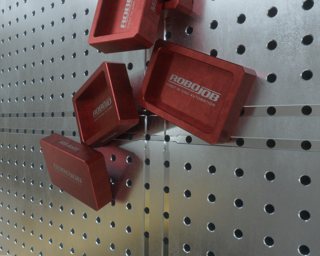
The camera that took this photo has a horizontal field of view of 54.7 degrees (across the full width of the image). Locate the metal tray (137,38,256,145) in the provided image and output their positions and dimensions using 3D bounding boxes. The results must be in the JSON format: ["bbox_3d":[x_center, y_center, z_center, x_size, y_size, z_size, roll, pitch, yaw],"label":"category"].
[{"bbox_3d":[0.037,-0.047,0.373,0.130,0.030,0.089,30,108,35],"label":"metal tray"}]

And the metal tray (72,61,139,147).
[{"bbox_3d":[-0.085,-0.029,0.453,0.130,0.030,0.090,-29,72,50],"label":"metal tray"}]

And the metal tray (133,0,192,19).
[{"bbox_3d":[-0.016,-0.194,0.417,0.130,0.030,0.089,8,95,39],"label":"metal tray"}]

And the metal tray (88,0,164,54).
[{"bbox_3d":[-0.039,-0.164,0.396,0.090,0.030,0.129,5,79,39],"label":"metal tray"}]

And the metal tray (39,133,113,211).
[{"bbox_3d":[-0.135,0.067,0.493,0.130,0.030,0.089,17,124,38],"label":"metal tray"}]
